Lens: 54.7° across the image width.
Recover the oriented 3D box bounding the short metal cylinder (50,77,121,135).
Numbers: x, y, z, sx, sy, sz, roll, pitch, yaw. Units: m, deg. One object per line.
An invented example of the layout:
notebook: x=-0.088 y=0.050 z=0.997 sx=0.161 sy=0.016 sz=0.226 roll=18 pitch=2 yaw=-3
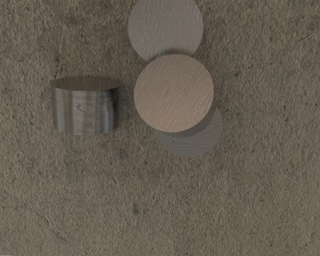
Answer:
short metal cylinder: x=-0.087 y=-0.029 z=0.369 sx=0.081 sy=0.080 sz=0.050 roll=3 pitch=110 yaw=-1

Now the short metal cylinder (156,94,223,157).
short metal cylinder: x=0.035 y=-0.010 z=0.393 sx=0.081 sy=0.050 sz=0.079 roll=0 pitch=110 yaw=0

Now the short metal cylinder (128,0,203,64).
short metal cylinder: x=0.006 y=-0.115 z=0.354 sx=0.081 sy=0.050 sz=0.079 roll=0 pitch=110 yaw=0

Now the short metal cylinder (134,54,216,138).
short metal cylinder: x=0.018 y=-0.032 z=0.330 sx=0.080 sy=0.050 sz=0.080 roll=-2 pitch=81 yaw=13
